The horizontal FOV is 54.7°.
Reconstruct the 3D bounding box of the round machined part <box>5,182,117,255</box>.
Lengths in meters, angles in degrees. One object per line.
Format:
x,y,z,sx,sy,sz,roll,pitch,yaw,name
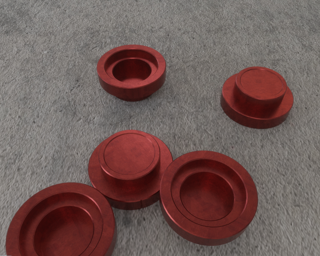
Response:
-0.091,0.106,0.302,0.099,0.042,0.098,0,50,0,round machined part

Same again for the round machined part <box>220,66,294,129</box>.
0.137,-0.049,0.434,0.099,0.042,0.098,0,50,0,round machined part

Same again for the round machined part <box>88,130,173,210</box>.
-0.034,0.041,0.358,0.099,0.042,0.098,0,50,0,round machined part

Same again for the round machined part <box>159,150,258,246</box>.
0.048,0.075,0.327,0.099,0.042,0.098,2,51,-2,round machined part

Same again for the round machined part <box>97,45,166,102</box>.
-0.041,-0.077,0.456,0.099,0.042,0.098,0,50,0,round machined part
